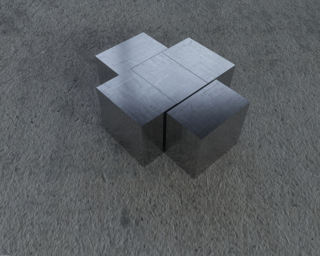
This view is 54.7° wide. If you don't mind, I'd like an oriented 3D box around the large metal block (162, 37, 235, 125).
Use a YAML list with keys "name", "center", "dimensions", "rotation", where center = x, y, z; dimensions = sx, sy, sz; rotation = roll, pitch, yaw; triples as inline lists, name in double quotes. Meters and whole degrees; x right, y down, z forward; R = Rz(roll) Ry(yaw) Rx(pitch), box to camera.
- name: "large metal block"
  center: [0.048, -0.063, 0.423]
  dimensions: [0.050, 0.080, 0.080]
  rotation: [-35, 59, -26]

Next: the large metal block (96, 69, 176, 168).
- name: "large metal block"
  center: [-0.028, -0.011, 0.379]
  dimensions: [0.050, 0.080, 0.080]
  rotation: [-35, 59, -26]

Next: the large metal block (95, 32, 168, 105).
- name: "large metal block"
  center: [-0.036, -0.073, 0.430]
  dimensions: [0.080, 0.080, 0.050]
  rotation: [-35, 59, -26]

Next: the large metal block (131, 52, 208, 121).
- name: "large metal block"
  center: [0.010, -0.037, 0.401]
  dimensions: [0.050, 0.080, 0.080]
  rotation: [-35, 59, -26]

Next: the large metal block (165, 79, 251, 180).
- name: "large metal block"
  center: [0.054, 0.002, 0.368]
  dimensions: [0.080, 0.080, 0.050]
  rotation: [-35, 59, -26]
